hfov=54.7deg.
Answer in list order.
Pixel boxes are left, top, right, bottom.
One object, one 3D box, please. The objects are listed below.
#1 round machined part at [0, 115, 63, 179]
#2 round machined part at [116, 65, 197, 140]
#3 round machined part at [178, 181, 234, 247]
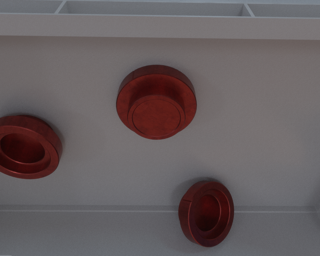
[{"bbox_3d":[-0.180,0.021,0.414,0.099,0.042,0.097,0,130,0],"label":"round machined part"},{"bbox_3d":[-0.004,-0.024,0.377,0.099,0.042,0.097,0,130,0],"label":"round machined part"},{"bbox_3d":[0.068,0.132,0.486,0.098,0.098,0.042,39,156,-28],"label":"round machined part"}]
